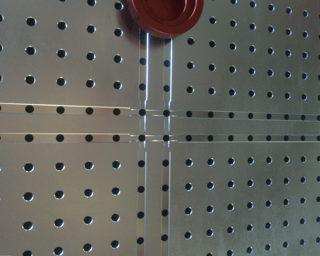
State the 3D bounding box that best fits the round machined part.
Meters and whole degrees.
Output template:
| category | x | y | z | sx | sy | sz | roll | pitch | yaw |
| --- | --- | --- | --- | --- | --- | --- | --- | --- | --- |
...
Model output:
| category | x | y | z | sx | sy | sz | roll | pitch | yaw |
| --- | --- | --- | --- | --- | --- | --- | --- | --- | --- |
| round machined part | 0.004 | -0.166 | 0.406 | 0.099 | 0.042 | 0.097 | 0 | 90 | -21 |
